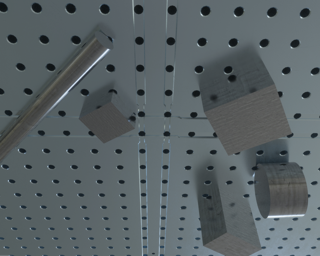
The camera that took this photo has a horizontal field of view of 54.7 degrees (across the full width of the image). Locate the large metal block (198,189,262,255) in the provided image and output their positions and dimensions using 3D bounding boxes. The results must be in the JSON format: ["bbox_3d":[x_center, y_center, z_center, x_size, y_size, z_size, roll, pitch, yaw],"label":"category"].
[{"bbox_3d":[0.114,0.162,0.515,0.080,0.080,0.050,32,123,-25],"label":"large metal block"}]

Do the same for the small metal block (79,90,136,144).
[{"bbox_3d":[-0.066,-0.013,0.399,0.050,0.025,0.050,-25,126,19],"label":"small metal block"}]

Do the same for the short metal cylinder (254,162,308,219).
[{"bbox_3d":[0.175,0.091,0.456,0.050,0.080,0.079,-3,130,2],"label":"short metal cylinder"}]

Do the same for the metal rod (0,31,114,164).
[{"bbox_3d":[-0.166,-0.013,0.398,0.299,0.025,0.025,-37,121,27],"label":"metal rod"}]

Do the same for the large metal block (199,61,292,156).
[{"bbox_3d":[0.104,-0.022,0.379,0.080,0.050,0.080,-22,127,17],"label":"large metal block"}]
